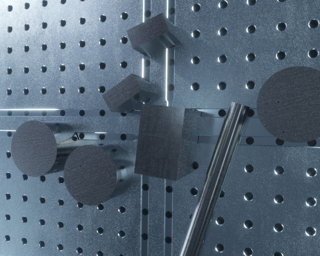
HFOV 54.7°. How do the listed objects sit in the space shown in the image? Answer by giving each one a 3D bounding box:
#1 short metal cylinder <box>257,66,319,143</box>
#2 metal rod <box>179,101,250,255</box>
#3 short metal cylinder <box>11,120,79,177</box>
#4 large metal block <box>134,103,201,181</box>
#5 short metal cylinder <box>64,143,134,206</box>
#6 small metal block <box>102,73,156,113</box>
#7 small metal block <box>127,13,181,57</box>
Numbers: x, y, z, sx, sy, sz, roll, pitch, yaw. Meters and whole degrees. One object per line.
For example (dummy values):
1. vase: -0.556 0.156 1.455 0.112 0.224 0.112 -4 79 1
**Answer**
1. short metal cylinder: 0.151 -0.025 0.346 0.080 0.050 0.080 0 90 20
2. metal rod: 0.053 0.113 0.393 0.025 0.025 0.298 19 96 19
3. short metal cylinder: -0.170 0.029 0.459 0.080 0.050 0.080 0 90 20
4. large metal block: 0.012 0.015 0.379 0.050 0.080 0.079 7 93 20
5. short metal cylinder: -0.084 0.062 0.429 0.080 0.050 0.080 0 90 20
6. small metal block: -0.040 -0.044 0.413 0.050 0.050 0.025 -33 79 17
7. small metal block: -0.007 -0.119 0.402 0.050 0.050 0.025 -21 83 19
